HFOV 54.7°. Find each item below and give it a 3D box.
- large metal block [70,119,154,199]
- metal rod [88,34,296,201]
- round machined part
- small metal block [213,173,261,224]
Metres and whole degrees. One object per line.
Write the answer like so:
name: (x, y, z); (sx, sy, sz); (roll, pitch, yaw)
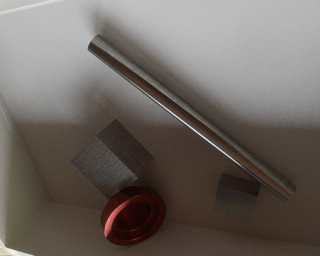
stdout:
large metal block: (-0.071, 0.047, 0.457); (0.080, 0.050, 0.080); (46, 129, -5)
metal rod: (0.037, -0.013, 0.379); (0.300, 0.025, 0.025); (38, 129, 2)
round machined part: (-0.043, 0.129, 0.476); (0.042, 0.099, 0.097); (-133, 35, -52)
small metal block: (0.102, 0.093, 0.412); (0.050, 0.025, 0.050); (15, 124, 19)
